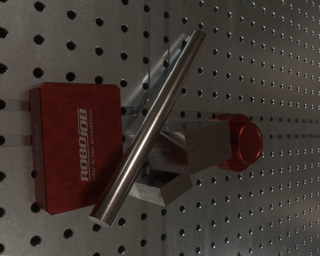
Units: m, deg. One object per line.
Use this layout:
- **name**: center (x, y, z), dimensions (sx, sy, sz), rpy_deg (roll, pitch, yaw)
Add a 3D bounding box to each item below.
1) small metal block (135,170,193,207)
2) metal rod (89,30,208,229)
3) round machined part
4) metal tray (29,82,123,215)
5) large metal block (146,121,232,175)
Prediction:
- **small metal block**: center (0.005, 0.073, 0.399), dimensions (0.050, 0.050, 0.025), rpy_deg (-27, 107, -37)
- **metal rod**: center (0.000, -0.021, 0.384), dimensions (0.025, 0.025, 0.300), rpy_deg (48, 54, -30)
- **round machined part**: center (0.134, 0.025, 0.513), dimensions (0.099, 0.042, 0.097), rpy_deg (0, 90, -40)
- **metal tray**: center (-0.086, 0.018, 0.335), dimensions (0.091, 0.030, 0.129), rpy_deg (-4, 93, -40)
- **large metal block**: center (0.035, 0.022, 0.405), dimensions (0.081, 0.080, 0.050), rpy_deg (-13, 99, -40)
